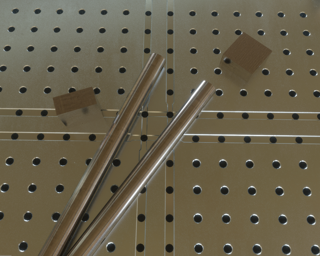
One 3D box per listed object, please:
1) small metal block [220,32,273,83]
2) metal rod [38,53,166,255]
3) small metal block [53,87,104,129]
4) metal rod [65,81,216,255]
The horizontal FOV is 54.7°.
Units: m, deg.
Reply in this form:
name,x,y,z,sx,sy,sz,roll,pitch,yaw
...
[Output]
name,x,y,z,sx,sy,sz,roll,pitch,yaw
small metal block,0.124,-0.103,0.450,0.050,0.025,0.050,39,74,13
metal rod,-0.066,0.027,0.401,0.025,0.025,0.300,24,72,8
small metal block,-0.106,-0.025,0.407,0.050,0.050,0.025,-17,71,-6
metal rod,-0.022,0.056,0.390,0.025,0.025,0.300,35,73,12
